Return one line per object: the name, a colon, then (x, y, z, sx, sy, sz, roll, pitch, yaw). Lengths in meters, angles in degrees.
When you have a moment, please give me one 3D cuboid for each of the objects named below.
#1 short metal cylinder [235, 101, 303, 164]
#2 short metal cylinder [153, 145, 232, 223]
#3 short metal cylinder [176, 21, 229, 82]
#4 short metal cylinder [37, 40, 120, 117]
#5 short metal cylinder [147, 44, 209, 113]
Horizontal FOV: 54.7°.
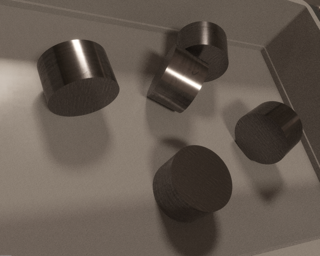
short metal cylinder: (0.158, 0.006, 0.454, 0.050, 0.080, 0.080, -30, 79, -38)
short metal cylinder: (0.038, 0.067, 0.371, 0.081, 0.050, 0.080, 14, 56, -21)
short metal cylinder: (0.063, -0.115, 0.477, 0.081, 0.080, 0.050, 17, 55, -19)
short metal cylinder: (-0.093, -0.055, 0.355, 0.081, 0.080, 0.050, -10, 67, -33)
short metal cylinder: (0.024, -0.067, 0.426, 0.050, 0.080, 0.080, 28, 52, -12)
